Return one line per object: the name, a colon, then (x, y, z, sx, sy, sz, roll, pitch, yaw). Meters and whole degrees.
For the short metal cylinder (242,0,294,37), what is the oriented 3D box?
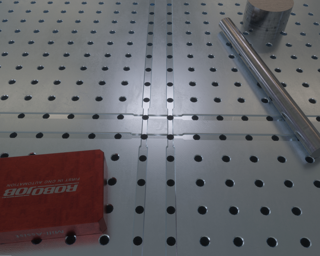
short metal cylinder: (0.197, -0.212, 0.571, 0.080, 0.050, 0.080, 0, 50, 0)

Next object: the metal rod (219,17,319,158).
metal rod: (0.159, -0.081, 0.476, 0.025, 0.025, 0.300, -12, 51, -10)

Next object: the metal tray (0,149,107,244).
metal tray: (-0.126, 0.073, 0.342, 0.131, 0.030, 0.090, -5, 50, -4)
